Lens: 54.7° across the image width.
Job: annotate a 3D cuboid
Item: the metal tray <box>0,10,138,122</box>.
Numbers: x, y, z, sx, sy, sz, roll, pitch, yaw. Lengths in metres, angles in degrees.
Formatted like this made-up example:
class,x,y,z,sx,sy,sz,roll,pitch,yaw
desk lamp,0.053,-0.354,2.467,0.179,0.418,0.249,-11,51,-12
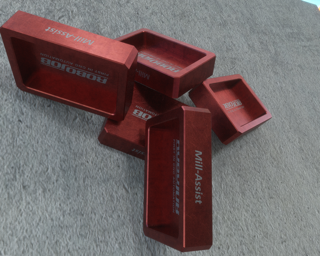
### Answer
class,x,y,z,sx,sy,sz,roll,pitch,yaw
metal tray,-0.094,-0.062,0.332,0.131,0.089,0.030,18,53,2

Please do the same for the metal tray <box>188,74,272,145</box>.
class,x,y,z,sx,sy,sz,roll,pitch,yaw
metal tray,0.109,-0.033,0.462,0.131,0.030,0.090,-19,71,-51

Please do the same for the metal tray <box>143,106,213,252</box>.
class,x,y,z,sx,sy,sz,roll,pitch,yaw
metal tray,0.015,0.049,0.318,0.030,0.090,0.129,5,80,-26

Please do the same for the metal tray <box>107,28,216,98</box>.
class,x,y,z,sx,sy,sz,roll,pitch,yaw
metal tray,-0.003,-0.093,0.421,0.130,0.030,0.091,29,45,27

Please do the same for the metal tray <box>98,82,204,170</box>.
class,x,y,z,sx,sy,sz,roll,pitch,yaw
metal tray,-0.004,-0.001,0.402,0.131,0.030,0.090,23,53,-15
